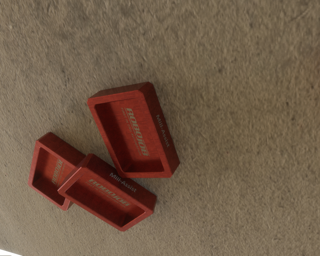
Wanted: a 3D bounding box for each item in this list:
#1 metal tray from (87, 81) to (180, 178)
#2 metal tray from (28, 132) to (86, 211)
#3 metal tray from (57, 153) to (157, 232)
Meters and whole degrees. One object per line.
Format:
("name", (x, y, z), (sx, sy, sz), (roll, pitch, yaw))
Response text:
("metal tray", (-0.035, 0.008, 0.424), (0.090, 0.030, 0.129), (-6, 116, 30))
("metal tray", (-0.180, 0.079, 0.544), (0.090, 0.030, 0.129), (33, 129, 6))
("metal tray", (-0.082, 0.105, 0.486), (0.130, 0.030, 0.090), (37, 127, -15))
